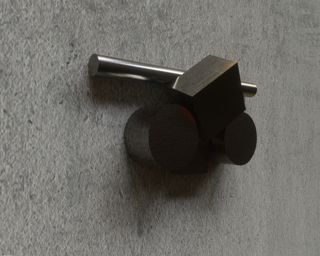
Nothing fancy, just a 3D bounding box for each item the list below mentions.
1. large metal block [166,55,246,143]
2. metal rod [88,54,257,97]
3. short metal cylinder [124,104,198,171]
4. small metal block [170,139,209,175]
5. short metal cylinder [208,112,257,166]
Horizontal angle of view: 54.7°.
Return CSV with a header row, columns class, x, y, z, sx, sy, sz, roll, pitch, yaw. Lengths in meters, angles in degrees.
class,x,y,z,sx,sy,sz,roll,pitch,yaw
large metal block,0.066,-0.040,0.422,0.080,0.050,0.080,-38,131,-19
metal rod,0.042,-0.068,0.441,0.302,0.025,0.025,1,90,-40
short metal cylinder,0.002,0.011,0.391,0.081,0.050,0.079,0,90,-40
small metal block,0.043,0.039,0.443,0.050,0.025,0.050,2,89,-40
short metal cylinder,0.105,0.016,0.478,0.081,0.050,0.079,0,90,-40
